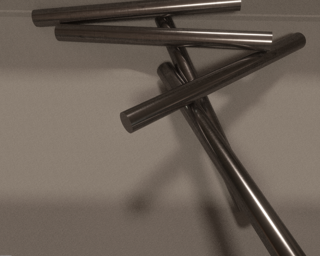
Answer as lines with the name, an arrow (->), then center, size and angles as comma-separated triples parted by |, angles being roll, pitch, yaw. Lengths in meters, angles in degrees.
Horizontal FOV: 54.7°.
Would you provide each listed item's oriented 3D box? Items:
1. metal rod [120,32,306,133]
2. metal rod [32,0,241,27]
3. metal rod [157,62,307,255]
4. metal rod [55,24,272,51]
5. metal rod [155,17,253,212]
metal rod -> 0.085, -0.068, 0.395 | 0.302, 0.025, 0.025 | -27, 72, -26
metal rod -> -0.038, -0.171, 0.450 | 0.302, 0.025, 0.025 | -2, 70, 7
metal rod -> 0.061, 0.019, 0.346 | 0.025, 0.025, 0.300 | -21, 50, -8
metal rod -> -0.003, -0.128, 0.432 | 0.301, 0.025, 0.025 | 6, 70, 11
metal rod -> 0.055, -0.035, 0.422 | 0.025, 0.025, 0.299 | -19, 71, -7
